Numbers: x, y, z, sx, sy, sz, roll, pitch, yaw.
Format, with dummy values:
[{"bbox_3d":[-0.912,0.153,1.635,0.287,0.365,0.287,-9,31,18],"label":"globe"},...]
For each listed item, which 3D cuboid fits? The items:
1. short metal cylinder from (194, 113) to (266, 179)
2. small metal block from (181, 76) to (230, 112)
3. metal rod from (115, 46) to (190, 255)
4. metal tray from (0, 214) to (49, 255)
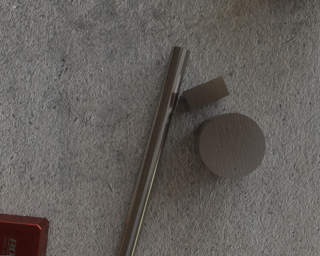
[{"bbox_3d":[0.087,0.021,0.399,0.081,0.050,0.079,0,90,-1],"label":"short metal cylinder"},{"bbox_3d":[0.056,-0.042,0.398,0.050,0.050,0.025,-22,90,0],"label":"small metal block"},{"bbox_3d":[-0.011,0.040,0.409,0.025,0.025,0.298,15,90,-1],"label":"metal rod"},{"bbox_3d":[-0.201,0.182,0.404,0.091,0.030,0.129,6,90,-1],"label":"metal tray"}]
